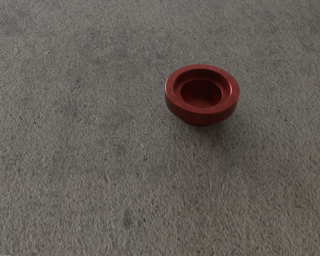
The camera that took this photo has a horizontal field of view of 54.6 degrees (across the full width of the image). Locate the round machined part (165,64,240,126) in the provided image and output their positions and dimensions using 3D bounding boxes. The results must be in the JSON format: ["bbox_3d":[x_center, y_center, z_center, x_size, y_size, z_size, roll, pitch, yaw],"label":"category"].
[{"bbox_3d":[0.056,-0.041,0.427,0.099,0.042,0.098,0,50,0],"label":"round machined part"}]
